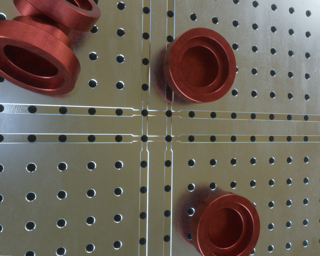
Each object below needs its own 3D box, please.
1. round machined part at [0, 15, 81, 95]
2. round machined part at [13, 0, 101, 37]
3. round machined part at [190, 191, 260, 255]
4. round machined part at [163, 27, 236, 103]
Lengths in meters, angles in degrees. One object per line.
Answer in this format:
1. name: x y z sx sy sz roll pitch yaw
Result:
1. round machined part: -0.132 -0.079 0.328 0.099 0.098 0.042 22 64 -19
2. round machined part: -0.118 -0.138 0.340 0.098 0.098 0.042 36 114 -16
3. round machined part: 0.087 0.138 0.436 0.099 0.042 0.097 0 90 -20
4. round machined part: 0.050 -0.082 0.422 0.099 0.042 0.097 0 90 -20
